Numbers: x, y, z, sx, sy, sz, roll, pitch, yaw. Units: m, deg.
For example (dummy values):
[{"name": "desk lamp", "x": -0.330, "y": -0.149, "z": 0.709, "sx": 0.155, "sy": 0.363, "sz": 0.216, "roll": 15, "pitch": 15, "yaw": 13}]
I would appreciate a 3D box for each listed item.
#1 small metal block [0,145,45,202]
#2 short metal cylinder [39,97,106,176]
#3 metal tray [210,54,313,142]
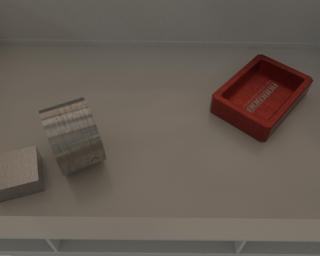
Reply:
[{"name": "small metal block", "x": -0.165, "y": 0.053, "z": 0.359, "sx": 0.050, "sy": 0.025, "sz": 0.050, "roll": -13, "pitch": 51, "yaw": -12}, {"name": "short metal cylinder", "x": -0.101, "y": 0.010, "z": 0.360, "sx": 0.050, "sy": 0.080, "sz": 0.080, "roll": -20, "pitch": 53, "yaw": -17}, {"name": "metal tray", "x": 0.145, "y": -0.048, "z": 0.443, "sx": 0.090, "sy": 0.030, "sz": 0.131, "roll": 35, "pitch": 58, "yaw": 25}]
